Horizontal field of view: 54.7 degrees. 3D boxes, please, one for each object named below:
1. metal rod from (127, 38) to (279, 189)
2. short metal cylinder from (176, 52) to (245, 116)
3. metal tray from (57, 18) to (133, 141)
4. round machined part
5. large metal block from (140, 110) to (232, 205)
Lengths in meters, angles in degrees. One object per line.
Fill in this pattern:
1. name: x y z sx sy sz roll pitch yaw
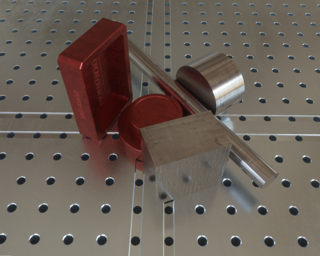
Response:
1. metal rod: 0.032 -0.037 0.411 0.025 0.025 0.300 -28 56 -22
2. short metal cylinder: 0.066 -0.056 0.418 0.050 0.080 0.080 -30 57 -23
3. metal tray: -0.073 -0.056 0.386 0.030 0.129 0.090 22 53 17
4. round machined part: -0.006 -0.007 0.402 0.099 0.042 0.098 0 50 0
5. large metal block: 0.025 0.034 0.344 0.081 0.080 0.050 -15 52 -13
